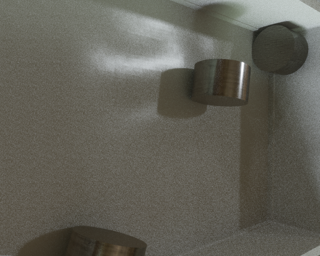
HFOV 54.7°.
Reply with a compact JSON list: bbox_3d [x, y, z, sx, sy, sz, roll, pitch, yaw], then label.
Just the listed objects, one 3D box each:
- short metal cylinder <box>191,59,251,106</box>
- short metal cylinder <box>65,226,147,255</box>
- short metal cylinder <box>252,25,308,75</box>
[{"bbox_3d":[0.088,-0.063,0.447,0.081,0.080,0.050,10,84,-40],"label":"short metal cylinder"},{"bbox_3d":[-0.059,0.138,0.323,0.080,0.080,0.050,23,76,-38],"label":"short metal cylinder"},{"bbox_3d":[0.213,-0.137,0.553,0.050,0.080,0.079,1,90,-40],"label":"short metal cylinder"}]
